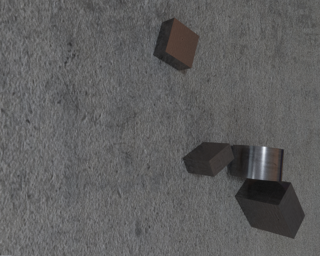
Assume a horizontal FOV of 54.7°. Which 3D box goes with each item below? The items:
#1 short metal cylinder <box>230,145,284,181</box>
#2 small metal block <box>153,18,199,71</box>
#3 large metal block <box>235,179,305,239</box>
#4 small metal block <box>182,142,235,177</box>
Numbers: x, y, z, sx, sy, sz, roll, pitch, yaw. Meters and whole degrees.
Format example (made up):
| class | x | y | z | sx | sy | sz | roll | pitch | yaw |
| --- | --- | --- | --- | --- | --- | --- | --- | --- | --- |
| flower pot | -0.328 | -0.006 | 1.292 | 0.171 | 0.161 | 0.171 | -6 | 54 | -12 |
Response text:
| class | x | y | z | sx | sy | sz | roll | pitch | yaw |
| --- | --- | --- | --- | --- | --- | --- | --- | --- | --- |
| short metal cylinder | 0.158 | 0.056 | 0.504 | 0.081 | 0.080 | 0.050 | 10 | 84 | -40 |
| small metal block | 0.023 | -0.114 | 0.426 | 0.050 | 0.025 | 0.050 | 23 | 75 | -38 |
| large metal block | 0.188 | 0.134 | 0.531 | 0.050 | 0.080 | 0.080 | -46 | 118 | -30 |
| small metal block | 0.071 | 0.044 | 0.450 | 0.050 | 0.050 | 0.025 | -33 | 111 | -35 |
